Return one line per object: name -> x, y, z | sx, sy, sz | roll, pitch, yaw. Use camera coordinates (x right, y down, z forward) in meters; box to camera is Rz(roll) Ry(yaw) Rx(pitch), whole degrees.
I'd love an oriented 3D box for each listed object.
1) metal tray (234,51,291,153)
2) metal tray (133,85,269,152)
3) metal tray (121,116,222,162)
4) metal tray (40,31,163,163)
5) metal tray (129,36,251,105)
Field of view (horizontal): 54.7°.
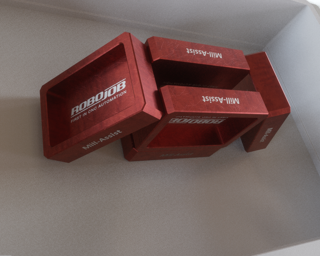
metal tray -> 0.130, -0.030, 0.426 | 0.030, 0.130, 0.090 | -13, 66, -1
metal tray -> 0.044, -0.007, 0.351 | 0.131, 0.090, 0.030 | 0, 62, -29
metal tray -> 0.011, -0.006, 0.410 | 0.131, 0.030, 0.090 | 0, 62, -29
metal tray -> -0.067, -0.028, 0.320 | 0.030, 0.130, 0.090 | 26, 45, -55
metal tray -> 0.031, -0.061, 0.376 | 0.131, 0.090, 0.030 | 0, 62, -28
